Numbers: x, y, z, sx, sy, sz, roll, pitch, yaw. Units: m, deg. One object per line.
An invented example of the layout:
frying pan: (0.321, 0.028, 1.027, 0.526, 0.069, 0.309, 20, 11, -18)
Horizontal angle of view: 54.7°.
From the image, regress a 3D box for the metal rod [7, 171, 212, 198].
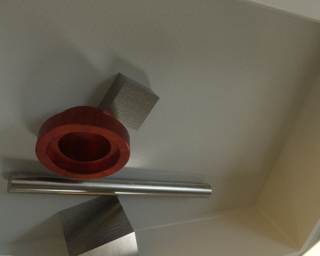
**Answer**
metal rod: (-0.047, 0.084, 0.436, 0.302, 0.025, 0.025, 10, 113, -33)

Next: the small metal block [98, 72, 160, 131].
small metal block: (-0.037, -0.030, 0.371, 0.050, 0.025, 0.050, 25, 105, -37)

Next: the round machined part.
round machined part: (-0.083, 0.013, 0.346, 0.099, 0.042, 0.097, -4, 138, -3)

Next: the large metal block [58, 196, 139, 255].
large metal block: (-0.083, 0.142, 0.417, 0.081, 0.080, 0.050, -18, 126, -19)
